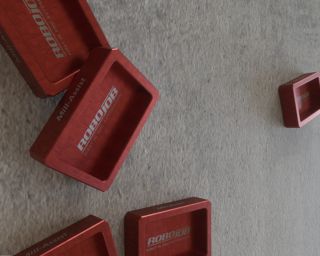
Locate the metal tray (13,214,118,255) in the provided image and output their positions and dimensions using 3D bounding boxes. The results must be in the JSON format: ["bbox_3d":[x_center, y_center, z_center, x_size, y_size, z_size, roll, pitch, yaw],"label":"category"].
[{"bbox_3d":[-0.104,0.159,0.315,0.131,0.030,0.089,-22,104,-38],"label":"metal tray"}]

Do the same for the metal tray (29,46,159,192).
[{"bbox_3d":[-0.062,-0.008,0.327,0.090,0.030,0.130,42,71,-48],"label":"metal tray"}]

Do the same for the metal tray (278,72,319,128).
[{"bbox_3d":[0.305,-0.062,0.661,0.131,0.030,0.089,-24,105,-38],"label":"metal tray"}]

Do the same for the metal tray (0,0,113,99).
[{"bbox_3d":[-0.113,-0.106,0.306,0.090,0.030,0.129,-41,115,-32],"label":"metal tray"}]

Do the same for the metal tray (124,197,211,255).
[{"bbox_3d":[0.015,0.149,0.416,0.131,0.030,0.089,-1,91,-40],"label":"metal tray"}]
